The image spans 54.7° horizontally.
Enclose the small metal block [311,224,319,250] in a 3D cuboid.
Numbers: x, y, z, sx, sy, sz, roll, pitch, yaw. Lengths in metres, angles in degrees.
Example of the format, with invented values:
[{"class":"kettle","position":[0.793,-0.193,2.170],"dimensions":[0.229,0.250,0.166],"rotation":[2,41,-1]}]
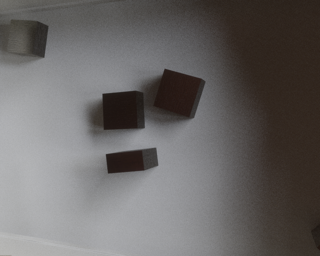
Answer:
[{"class":"small metal block","position":[0.193,0.129,0.329],"dimensions":[0.050,0.050,0.025],"rotation":[44,104,14]}]

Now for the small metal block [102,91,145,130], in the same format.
[{"class":"small metal block","position":[-0.050,-0.023,0.427],"dimensions":[0.050,0.025,0.050],"rotation":[-3,89,19]}]

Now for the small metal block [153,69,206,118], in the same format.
[{"class":"small metal block","position":[0.025,-0.045,0.401],"dimensions":[0.050,0.025,0.050],"rotation":[19,96,18]}]

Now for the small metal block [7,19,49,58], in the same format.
[{"class":"small metal block","position":[-0.205,-0.139,0.481],"dimensions":[0.050,0.025,0.050],"rotation":[10,93,19]}]

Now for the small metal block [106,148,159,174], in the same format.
[{"class":"small metal block","position":[-0.036,0.042,0.409],"dimensions":[0.050,0.050,0.025],"rotation":[-8,88,19]}]
